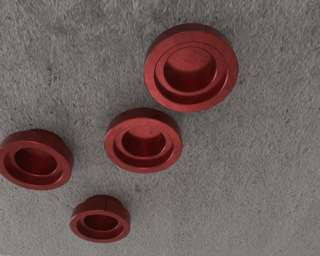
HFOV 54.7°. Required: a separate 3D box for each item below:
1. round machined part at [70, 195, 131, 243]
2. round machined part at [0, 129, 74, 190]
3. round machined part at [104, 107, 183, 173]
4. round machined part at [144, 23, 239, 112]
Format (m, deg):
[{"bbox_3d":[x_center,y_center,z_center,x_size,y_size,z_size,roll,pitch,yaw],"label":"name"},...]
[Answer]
[{"bbox_3d":[-0.098,0.150,0.522,0.099,0.042,0.097,0,130,0],"label":"round machined part"},{"bbox_3d":[-0.168,0.040,0.428,0.099,0.042,0.097,0,130,0],"label":"round machined part"},{"bbox_3d":[-0.021,0.012,0.406,0.099,0.042,0.097,0,130,0],"label":"round machined part"},{"bbox_3d":[0.032,-0.068,0.338,0.099,0.042,0.097,0,130,0],"label":"round machined part"}]
